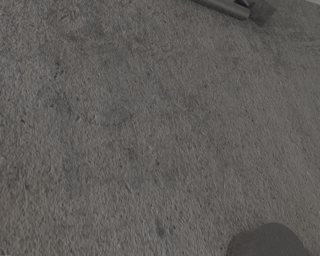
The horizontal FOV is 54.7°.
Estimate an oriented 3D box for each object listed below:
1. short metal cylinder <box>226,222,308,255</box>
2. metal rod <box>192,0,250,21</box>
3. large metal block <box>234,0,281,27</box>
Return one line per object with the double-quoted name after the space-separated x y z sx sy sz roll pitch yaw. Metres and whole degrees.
0.125 0.156 0.359 0.081 0.050 0.080 14 56 -21 "short metal cylinder"
0.041 -0.264 0.587 0.302 0.025 0.025 12 57 -22 "metal rod"
0.212 -0.279 0.671 0.080 0.050 0.080 35 51 -5 "large metal block"
